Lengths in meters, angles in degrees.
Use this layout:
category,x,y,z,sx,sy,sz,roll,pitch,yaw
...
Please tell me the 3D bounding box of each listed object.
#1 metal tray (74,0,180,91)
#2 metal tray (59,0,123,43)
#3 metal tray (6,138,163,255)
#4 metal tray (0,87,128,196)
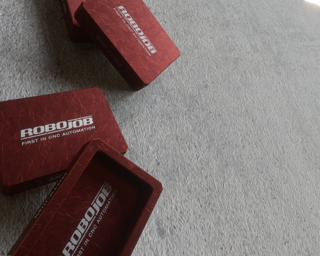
category,x,y,z,sx,sy,sz,roll,pitch,yaw
metal tray,-0.041,-0.128,0.428,0.130,0.030,0.090,51,55,-14
metal tray,-0.098,-0.185,0.459,0.091,0.030,0.130,-6,65,-31
metal tray,-0.063,0.086,0.290,0.090,0.030,0.130,38,59,-16
metal tray,-0.111,0.008,0.335,0.131,0.030,0.090,-15,70,-34
